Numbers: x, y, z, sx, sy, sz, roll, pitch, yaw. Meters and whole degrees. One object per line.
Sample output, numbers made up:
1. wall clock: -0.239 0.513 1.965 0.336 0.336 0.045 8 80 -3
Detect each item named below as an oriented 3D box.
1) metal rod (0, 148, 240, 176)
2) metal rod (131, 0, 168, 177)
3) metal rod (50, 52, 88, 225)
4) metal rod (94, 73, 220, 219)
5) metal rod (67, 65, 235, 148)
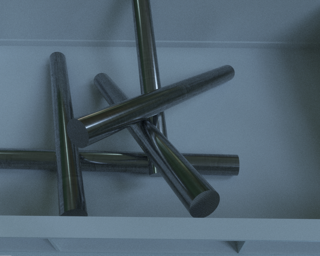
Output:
1. metal rod: -0.059 0.040 0.370 0.302 0.025 0.025 2 50 1
2. metal rod: -0.016 -0.088 0.389 0.025 0.025 0.299 -5 70 -4
3. metal rod: -0.122 -0.015 0.391 0.025 0.025 0.300 -13 44 -11
4. metal rod: -0.028 -0.008 0.344 0.025 0.025 0.300 -20 32 -16
5. metal rod: 0.019 -0.040 0.363 0.025 0.025 0.302 31 33 23
